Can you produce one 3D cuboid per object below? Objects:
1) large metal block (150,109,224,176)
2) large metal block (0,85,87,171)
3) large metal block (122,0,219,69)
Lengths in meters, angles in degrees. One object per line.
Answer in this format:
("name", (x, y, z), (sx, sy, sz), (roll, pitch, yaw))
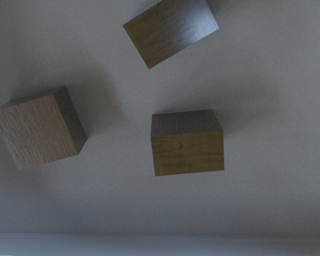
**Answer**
("large metal block", (0.032, 0.015, 0.388), (0.080, 0.080, 0.050), (-5, 110, 2))
("large metal block", (-0.150, -0.001, 0.396), (0.080, 0.050, 0.080), (-15, 110, 5))
("large metal block", (0.011, -0.113, 0.340), (0.080, 0.080, 0.050), (-29, 108, 10))
